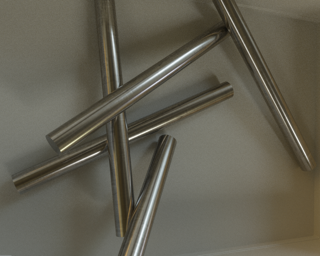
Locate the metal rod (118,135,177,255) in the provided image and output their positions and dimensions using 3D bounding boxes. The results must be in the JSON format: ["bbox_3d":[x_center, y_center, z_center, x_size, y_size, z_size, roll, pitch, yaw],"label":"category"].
[{"bbox_3d":[-0.027,0.123,0.317,0.025,0.025,0.300,35,46,-17],"label":"metal rod"}]

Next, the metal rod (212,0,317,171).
[{"bbox_3d":[0.159,-0.056,0.451,0.025,0.025,0.299,-40,109,-16],"label":"metal rod"}]

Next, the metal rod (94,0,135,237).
[{"bbox_3d":[-0.054,-0.026,0.369,0.025,0.025,0.298,-4,84,-20],"label":"metal rod"}]

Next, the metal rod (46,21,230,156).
[{"bbox_3d":[-0.001,-0.066,0.375,0.302,0.025,0.025,-39,103,-29],"label":"metal rod"}]

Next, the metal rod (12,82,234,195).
[{"bbox_3d":[-0.032,0.005,0.398,0.302,0.025,0.025,-25,99,-18],"label":"metal rod"}]
